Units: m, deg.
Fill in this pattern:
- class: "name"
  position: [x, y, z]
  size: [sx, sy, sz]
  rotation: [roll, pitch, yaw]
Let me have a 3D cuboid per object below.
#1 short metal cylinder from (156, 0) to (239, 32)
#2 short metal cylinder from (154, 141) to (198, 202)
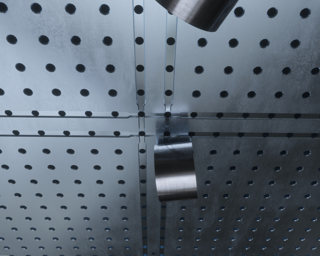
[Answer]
- class: "short metal cylinder"
  position: [0.032, -0.128, 0.267]
  size: [0.080, 0.080, 0.050]
  rotation: [23, 126, -19]
- class: "short metal cylinder"
  position: [0.022, 0.060, 0.427]
  size: [0.050, 0.080, 0.080]
  rotation: [-6, 130, 4]
